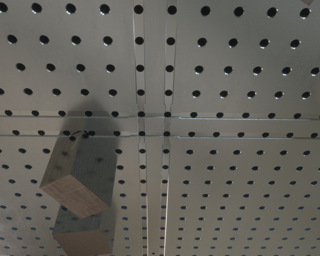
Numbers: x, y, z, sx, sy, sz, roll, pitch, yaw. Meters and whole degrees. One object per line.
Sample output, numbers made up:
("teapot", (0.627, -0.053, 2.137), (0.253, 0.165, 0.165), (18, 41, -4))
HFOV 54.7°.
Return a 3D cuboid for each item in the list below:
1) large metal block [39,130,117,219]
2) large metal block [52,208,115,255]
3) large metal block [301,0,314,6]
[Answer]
("large metal block", (-0.108, 0.065, 0.429), (0.050, 0.080, 0.080), (-24, 126, 19))
("large metal block", (-0.132, 0.184, 0.550), (0.080, 0.050, 0.080), (-8, 130, 6))
("large metal block", (0.116, -0.165, 0.257), (0.080, 0.050, 0.080), (23, 126, -19))
